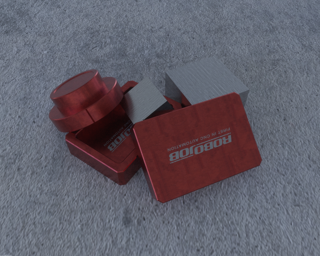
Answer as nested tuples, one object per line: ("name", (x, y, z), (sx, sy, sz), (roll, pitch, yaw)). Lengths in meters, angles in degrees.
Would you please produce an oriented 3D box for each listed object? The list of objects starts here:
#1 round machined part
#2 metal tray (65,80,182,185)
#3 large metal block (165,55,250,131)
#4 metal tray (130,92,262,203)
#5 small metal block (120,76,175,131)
("round machined part", (-0.100, -0.041, 0.400), (0.098, 0.042, 0.098), (-20, 29, 12))
("metal tray", (-0.042, 0.000, 0.400), (0.090, 0.030, 0.131), (28, 55, 21))
("large metal block", (0.061, -0.047, 0.429), (0.081, 0.050, 0.080), (-21, 53, -17))
("metal tray", (0.041, 0.020, 0.355), (0.131, 0.030, 0.090), (-18, 89, -14))
("small metal block", (-0.018, -0.030, 0.400), (0.050, 0.025, 0.050), (-39, 58, 4))
